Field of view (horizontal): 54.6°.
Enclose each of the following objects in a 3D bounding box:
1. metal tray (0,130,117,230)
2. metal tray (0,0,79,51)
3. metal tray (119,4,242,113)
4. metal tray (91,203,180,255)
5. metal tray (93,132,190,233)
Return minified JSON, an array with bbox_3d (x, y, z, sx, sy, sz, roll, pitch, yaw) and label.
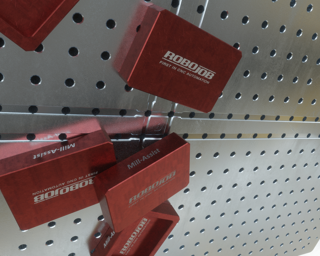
[{"bbox_3d":[-0.118,0.064,0.382,0.131,0.030,0.089,-18,126,-18],"label":"metal tray"},{"bbox_3d":[-0.106,-0.142,0.261,0.130,0.030,0.090,-46,129,4],"label":"metal tray"},{"bbox_3d":[0.028,-0.077,0.375,0.131,0.030,0.090,16,110,-35],"label":"metal tray"},{"bbox_3d":[-0.039,0.175,0.493,0.090,0.030,0.129,23,106,-37],"label":"metal tray"},{"bbox_3d":[-0.018,0.072,0.417,0.131,0.030,0.090,-28,137,-26],"label":"metal tray"}]
